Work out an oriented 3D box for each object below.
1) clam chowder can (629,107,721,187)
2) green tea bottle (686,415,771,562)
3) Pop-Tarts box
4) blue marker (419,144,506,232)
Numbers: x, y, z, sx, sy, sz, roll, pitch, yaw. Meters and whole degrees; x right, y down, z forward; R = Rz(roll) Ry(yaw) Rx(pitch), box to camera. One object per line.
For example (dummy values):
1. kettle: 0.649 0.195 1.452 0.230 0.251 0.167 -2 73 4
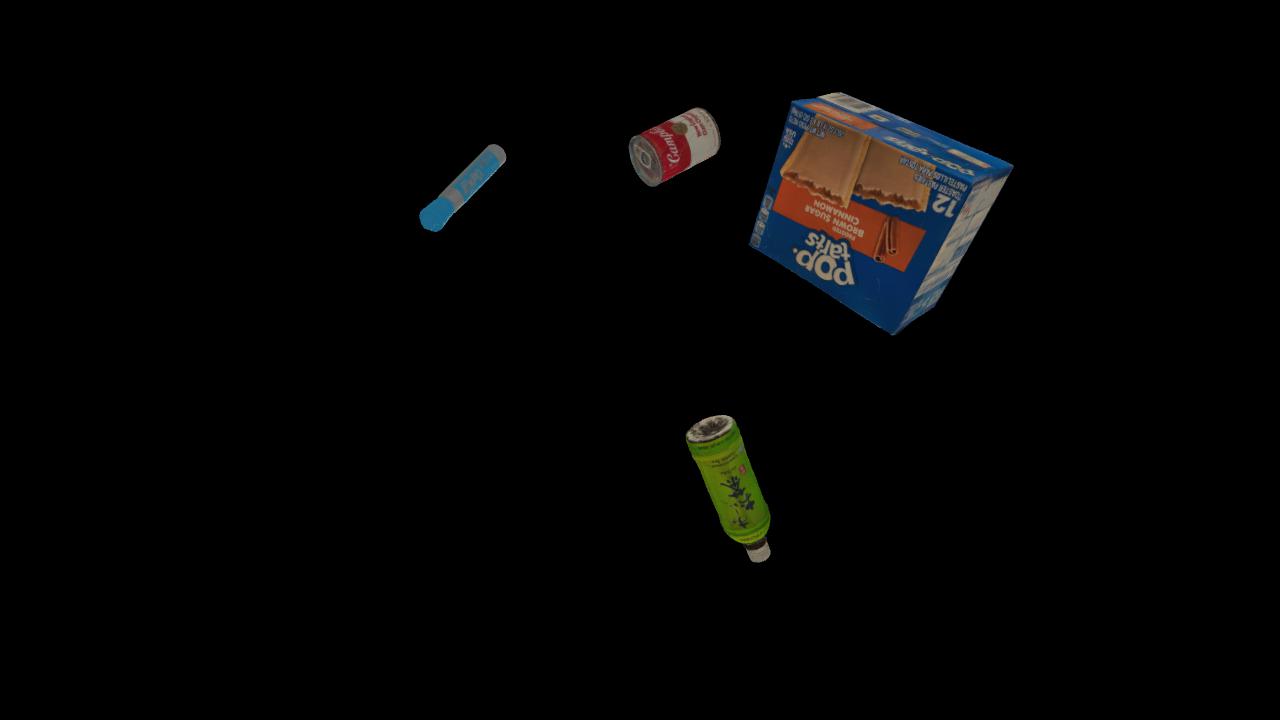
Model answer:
1. clam chowder can: 0.046 -0.277 0.799 0.102 0.068 0.068 -32 12 -20
2. green tea bottle: 0.127 0.178 0.821 0.073 0.212 0.073 -20 19 7
3. Pop-Tarts box: 0.197 -0.131 0.536 0.083 0.141 0.167 -25 52 -35
4. blue marker: -0.139 -0.138 0.487 0.020 0.020 0.121 0 41 20
